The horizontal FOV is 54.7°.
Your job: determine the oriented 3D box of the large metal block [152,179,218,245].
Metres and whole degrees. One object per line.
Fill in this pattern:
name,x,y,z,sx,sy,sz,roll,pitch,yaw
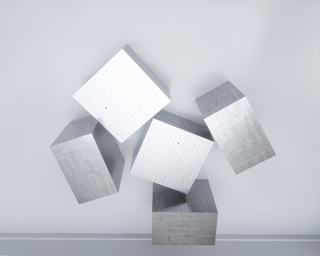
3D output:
large metal block,0.030,0.112,0.423,0.081,0.080,0.050,1,110,-1

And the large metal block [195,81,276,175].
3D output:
large metal block,0.089,-0.003,0.380,0.050,0.080,0.080,-29,108,10

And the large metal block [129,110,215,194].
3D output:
large metal block,0.014,0.029,0.407,0.080,0.050,0.079,21,109,-8

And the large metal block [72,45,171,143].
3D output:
large metal block,-0.044,-0.043,0.380,0.080,0.050,0.080,-40,106,13

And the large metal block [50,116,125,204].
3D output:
large metal block,-0.086,0.035,0.392,0.050,0.080,0.080,-18,109,6
